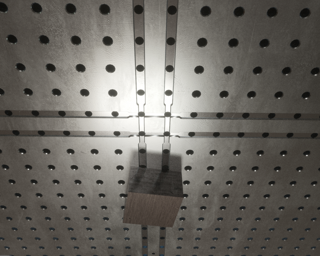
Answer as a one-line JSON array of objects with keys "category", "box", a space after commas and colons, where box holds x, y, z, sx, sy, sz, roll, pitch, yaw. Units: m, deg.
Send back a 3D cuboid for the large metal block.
[{"category": "large metal block", "box": [-0.013, 0.110, 0.489, 0.081, 0.050, 0.079, 8, 130, -7]}]
